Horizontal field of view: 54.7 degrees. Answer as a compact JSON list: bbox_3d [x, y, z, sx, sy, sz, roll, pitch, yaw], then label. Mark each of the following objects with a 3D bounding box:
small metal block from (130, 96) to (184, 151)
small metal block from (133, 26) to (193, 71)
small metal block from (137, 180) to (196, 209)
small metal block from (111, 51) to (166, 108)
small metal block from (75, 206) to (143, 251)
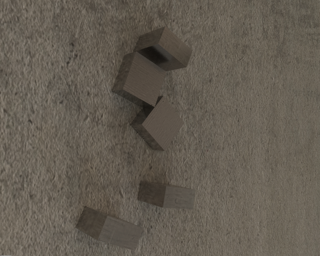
[{"bbox_3d":[-0.003,-0.006,0.402,0.050,0.025,0.050,51,60,-28],"label":"small metal block"},{"bbox_3d":[0.004,-0.097,0.391,0.050,0.050,0.025,31,71,-36],"label":"small metal block"},{"bbox_3d":[0.008,0.085,0.395,0.050,0.050,0.025,15,80,-39],"label":"small metal block"},{"bbox_3d":[-0.025,-0.058,0.383,0.050,0.025,0.050,28,73,-37],"label":"small metal block"},{"bbox_3d":[-0.056,0.110,0.342,0.050,0.050,0.025,33,70,-35],"label":"small metal block"}]
